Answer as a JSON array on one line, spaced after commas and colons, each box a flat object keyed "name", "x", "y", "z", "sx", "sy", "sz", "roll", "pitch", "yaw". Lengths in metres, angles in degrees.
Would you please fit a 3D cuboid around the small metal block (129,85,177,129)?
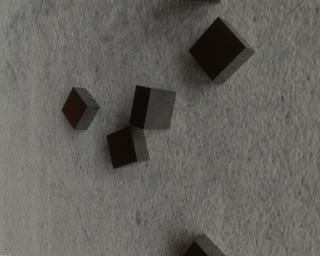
[{"name": "small metal block", "x": -0.008, "y": -0.025, "z": 0.394, "sx": 0.025, "sy": 0.050, "sz": 0.050, "roll": 18, "pitch": 101, "yaw": 38}]

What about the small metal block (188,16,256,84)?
[{"name": "small metal block", "x": 0.068, "y": -0.086, "z": 0.347, "sx": 0.050, "sy": 0.025, "sz": 0.050, "roll": -46, "pitch": 63, "yaw": 30}]

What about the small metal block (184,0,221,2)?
[{"name": "small metal block", "x": 0.039, "y": -0.166, "z": 0.355, "sx": 0.050, "sy": 0.050, "sz": 0.025, "roll": 20, "pitch": 103, "yaw": 38}]

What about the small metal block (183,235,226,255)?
[{"name": "small metal block", "x": 0.052, "y": 0.164, "z": 0.361, "sx": 0.050, "sy": 0.025, "sz": 0.050, "roll": 42, "pitch": 115, "yaw": 31}]

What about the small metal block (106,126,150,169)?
[{"name": "small metal block", "x": -0.046, "y": 0.028, "z": 0.441, "sx": 0.050, "sy": 0.025, "sz": 0.050, "roll": -22, "pitch": 77, "yaw": 37}]

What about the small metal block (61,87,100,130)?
[{"name": "small metal block", "x": -0.131, "y": -0.032, "z": 0.510, "sx": 0.050, "sy": 0.025, "sz": 0.050, "roll": 49, "pitch": 119, "yaw": 28}]
